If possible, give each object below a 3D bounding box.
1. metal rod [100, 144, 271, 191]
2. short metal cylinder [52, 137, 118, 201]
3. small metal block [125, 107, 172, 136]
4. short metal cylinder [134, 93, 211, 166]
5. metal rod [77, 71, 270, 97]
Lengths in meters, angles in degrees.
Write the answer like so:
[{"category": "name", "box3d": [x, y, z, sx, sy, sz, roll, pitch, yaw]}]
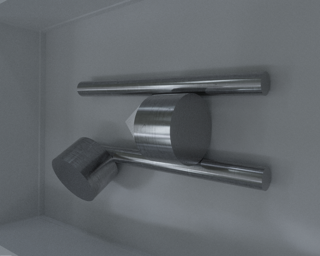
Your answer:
[{"category": "metal rod", "box3d": [-0.008, 0.043, 0.409, 0.300, 0.025, 0.025, 4, 93, 39]}, {"category": "short metal cylinder", "box3d": [-0.110, 0.060, 0.454, 0.080, 0.050, 0.079, 24, 137, 24]}, {"category": "small metal block", "box3d": [-0.013, -0.004, 0.413, 0.050, 0.025, 0.050, -45, 63, 30]}, {"category": "short metal cylinder", "box3d": [0.016, 0.001, 0.354, 0.050, 0.081, 0.079, 2, 92, 40]}, {"category": "metal rod", "box3d": [-0.009, -0.054, 0.409, 0.300, 0.025, 0.025, 5, 93, 39]}]
